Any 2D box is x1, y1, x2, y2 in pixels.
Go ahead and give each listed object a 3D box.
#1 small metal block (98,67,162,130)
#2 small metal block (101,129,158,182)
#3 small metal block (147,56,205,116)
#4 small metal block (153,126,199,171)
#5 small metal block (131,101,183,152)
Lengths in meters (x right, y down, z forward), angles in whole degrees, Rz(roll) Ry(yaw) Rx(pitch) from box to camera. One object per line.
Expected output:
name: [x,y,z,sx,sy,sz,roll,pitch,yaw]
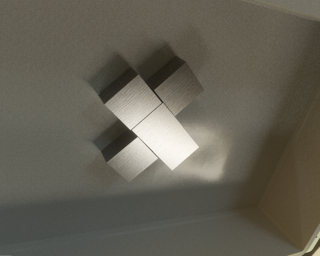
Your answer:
small metal block: [-0.035,-0.034,0.366,0.050,0.025,0.050,-41,130,0]
small metal block: [-0.039,0.036,0.407,0.050,0.025,0.050,-40,130,0]
small metal block: [0.019,-0.052,0.384,0.050,0.025,0.050,-42,130,-1]
small metal block: [0.018,0.023,0.430,0.050,0.025,0.050,-41,130,0]
small metal block: [-0.007,-0.006,0.397,0.050,0.025,0.050,-41,130,0]
